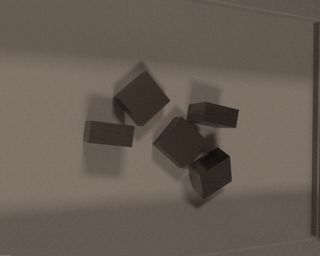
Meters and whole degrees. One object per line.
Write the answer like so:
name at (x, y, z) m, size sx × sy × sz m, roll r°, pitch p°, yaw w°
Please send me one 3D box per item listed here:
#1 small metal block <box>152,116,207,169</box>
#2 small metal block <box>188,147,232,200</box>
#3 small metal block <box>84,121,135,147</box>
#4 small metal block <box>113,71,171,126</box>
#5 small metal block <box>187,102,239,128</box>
small metal block at (0.027, 0.020, 0.422) m, size 0.050 × 0.025 × 0.050 m, roll 43°, pitch 76°, yaw -15°
small metal block at (0.070, 0.062, 0.426) m, size 0.050 × 0.025 × 0.050 m, roll -29°, pitch 130°, yaw -18°
small metal block at (-0.063, 0.007, 0.375) m, size 0.050 × 0.050 × 0.025 m, roll 8°, pitch 88°, yaw -20°
small metal block at (-0.024, -0.038, 0.403) m, size 0.050 × 0.025 × 0.050 m, roll -44°, pitch 104°, yaw -15°
small metal block at (0.071, -0.017, 0.425) m, size 0.050 × 0.050 × 0.025 m, roll 11°, pitch 86°, yaw -20°
